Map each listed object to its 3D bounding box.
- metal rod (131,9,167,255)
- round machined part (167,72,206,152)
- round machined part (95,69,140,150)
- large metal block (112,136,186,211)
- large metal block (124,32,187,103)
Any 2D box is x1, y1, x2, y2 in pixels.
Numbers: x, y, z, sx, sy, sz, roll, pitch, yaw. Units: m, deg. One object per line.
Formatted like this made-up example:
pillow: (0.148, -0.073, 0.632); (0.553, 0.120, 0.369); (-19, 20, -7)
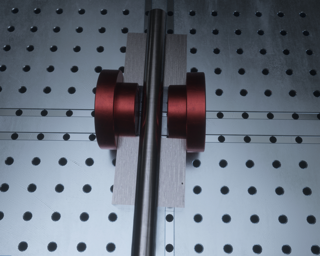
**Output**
metal rod: (-0.010, -0.010, 0.362); (0.025, 0.025, 0.299); (3, 70, 1)
round machined part: (0.032, -0.019, 0.380); (0.042, 0.098, 0.098); (0, 70, 5)
round machined part: (-0.048, -0.022, 0.380); (0.042, 0.098, 0.098); (2, 70, 1)
large metal block: (-0.011, 0.057, 0.377); (0.080, 0.050, 0.080); (3, 70, 1)
large metal block: (-0.005, -0.082, 0.428); (0.080, 0.050, 0.080); (2, 70, 0)
